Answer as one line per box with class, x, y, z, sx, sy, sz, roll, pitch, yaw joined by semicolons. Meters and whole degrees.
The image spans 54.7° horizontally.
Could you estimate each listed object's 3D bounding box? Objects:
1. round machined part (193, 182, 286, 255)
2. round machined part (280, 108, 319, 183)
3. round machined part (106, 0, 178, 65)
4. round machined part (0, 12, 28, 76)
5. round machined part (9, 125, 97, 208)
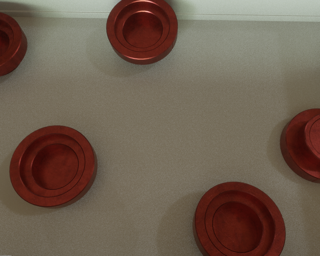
round machined part;0.086;0.115;0.353;0.099;0.042;0.098;1;57;-2
round machined part;0.211;0.019;0.396;0.099;0.042;0.098;0;70;-1
round machined part;-0.024;-0.136;0.444;0.099;0.042;0.097;0;80;2
round machined part;-0.237;-0.112;0.439;0.099;0.042;0.098;0;70;-1
round machined part;-0.126;0.049;0.381;0.099;0.042;0.098;0;70;-1
